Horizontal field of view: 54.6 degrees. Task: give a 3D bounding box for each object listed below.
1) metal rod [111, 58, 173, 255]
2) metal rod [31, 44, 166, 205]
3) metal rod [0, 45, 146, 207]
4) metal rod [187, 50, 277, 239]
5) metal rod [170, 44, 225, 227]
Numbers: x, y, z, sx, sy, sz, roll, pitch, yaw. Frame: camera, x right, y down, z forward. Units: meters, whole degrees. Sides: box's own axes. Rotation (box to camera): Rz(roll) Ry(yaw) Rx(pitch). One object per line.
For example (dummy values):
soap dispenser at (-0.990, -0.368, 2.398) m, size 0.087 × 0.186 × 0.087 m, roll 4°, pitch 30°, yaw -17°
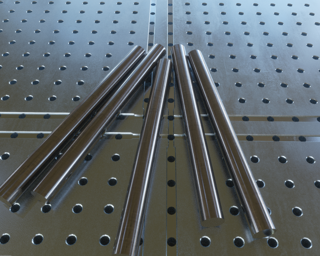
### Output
metal rod at (-0.014, 0.013, 0.397) m, size 0.025 × 0.025 × 0.300 m, roll 6°, pitch 50°, yaw 5°
metal rod at (-0.067, -0.026, 0.430) m, size 0.025 × 0.025 × 0.301 m, roll 20°, pitch 53°, yaw 16°
metal rod at (-0.103, -0.023, 0.426) m, size 0.025 × 0.025 × 0.301 m, roll 22°, pitch 53°, yaw 17°
metal rod at (0.082, -0.005, 0.412) m, size 0.025 × 0.025 × 0.300 m, roll -7°, pitch 50°, yaw -6°
metal rod at (0.043, -0.015, 0.421) m, size 0.025 × 0.025 × 0.300 m, roll -4°, pitch 50°, yaw -3°
